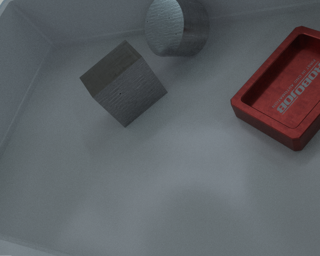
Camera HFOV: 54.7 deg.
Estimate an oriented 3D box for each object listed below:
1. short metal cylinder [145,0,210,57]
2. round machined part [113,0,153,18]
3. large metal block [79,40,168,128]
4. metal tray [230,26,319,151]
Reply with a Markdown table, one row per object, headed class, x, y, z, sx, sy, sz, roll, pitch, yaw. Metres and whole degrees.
| class | x | y | z | sx | sy | sz | roll | pitch | yaw |
| --- | --- | --- | --- | --- | --- | --- | --- | --- | --- |
| short metal cylinder | 0.023 | -0.141 | 0.437 | 0.080 | 0.050 | 0.079 | 15 | 110 | 47 |
| round machined part | -0.046 | -0.257 | 0.577 | 0.098 | 0.042 | 0.098 | -13 | 56 | 20 |
| large metal block | -0.048 | -0.059 | 0.431 | 0.080 | 0.080 | 0.050 | -40 | 51 | 1 |
| metal tray | 0.156 | -0.049 | 0.349 | 0.130 | 0.030 | 0.090 | -47 | 52 | -6 |
